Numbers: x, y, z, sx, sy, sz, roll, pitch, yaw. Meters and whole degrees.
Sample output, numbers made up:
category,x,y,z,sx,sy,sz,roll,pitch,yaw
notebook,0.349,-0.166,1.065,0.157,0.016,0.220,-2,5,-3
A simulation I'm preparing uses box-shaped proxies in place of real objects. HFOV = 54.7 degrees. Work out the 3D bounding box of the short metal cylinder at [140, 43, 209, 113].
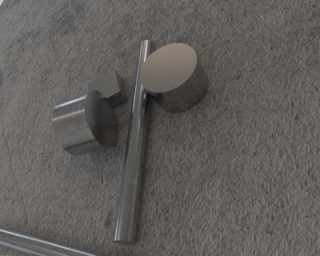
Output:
category,x,y,z,sx,sy,sz,roll,pitch,yaw
short metal cylinder,0.020,-0.067,0.419,0.080,0.050,0.080,-13,56,21

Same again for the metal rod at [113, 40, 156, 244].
category,x,y,z,sx,sy,sz,roll,pitch,yaw
metal rod,-0.029,-0.002,0.420,0.025,0.025,0.299,-9,57,23

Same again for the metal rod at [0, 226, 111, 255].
category,x,y,z,sx,sy,sz,roll,pitch,yaw
metal rod,-0.111,0.152,0.368,0.300,0.025,0.025,1,62,28

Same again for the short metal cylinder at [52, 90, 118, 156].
category,x,y,z,sx,sy,sz,roll,pitch,yaw
short metal cylinder,-0.100,-0.006,0.425,0.050,0.080,0.080,-16,55,19

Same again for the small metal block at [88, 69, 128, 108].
category,x,y,z,sx,sy,sz,roll,pitch,yaw
small metal block,-0.081,-0.056,0.481,0.050,0.025,0.050,-26,53,11
